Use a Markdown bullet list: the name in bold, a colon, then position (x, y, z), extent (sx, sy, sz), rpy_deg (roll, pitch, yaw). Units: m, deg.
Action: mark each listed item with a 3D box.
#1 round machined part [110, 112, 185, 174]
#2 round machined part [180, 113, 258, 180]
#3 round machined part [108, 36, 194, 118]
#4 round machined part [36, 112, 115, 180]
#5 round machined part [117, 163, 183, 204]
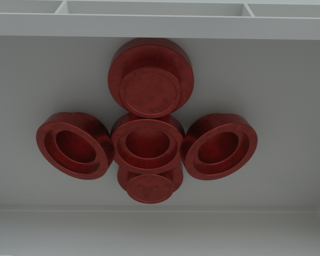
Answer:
- **round machined part**: position (-0.016, 0.013, 0.406), extent (0.099, 0.042, 0.097), rpy_deg (0, 130, 0)
- **round machined part**: position (0.072, 0.020, 0.402), extent (0.099, 0.042, 0.097), rpy_deg (-11, 132, -13)
- **round machined part**: position (-0.010, -0.050, 0.353), extent (0.099, 0.042, 0.097), rpy_deg (0, 130, 0)
- **round machined part**: position (-0.104, 0.018, 0.400), extent (0.098, 0.042, 0.097), rpy_deg (11, 131, 13)
- **round machined part**: position (-0.015, 0.076, 0.460), extent (0.099, 0.042, 0.097), rpy_deg (0, 130, 0)
